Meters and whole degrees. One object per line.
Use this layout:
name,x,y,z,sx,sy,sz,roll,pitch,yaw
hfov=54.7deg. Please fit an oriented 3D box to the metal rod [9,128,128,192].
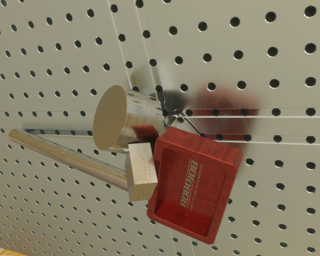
metal rod,-0.136,0.045,0.470,0.300,0.025,0.025,15,125,33

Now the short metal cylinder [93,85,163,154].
short metal cylinder,-0.042,-0.008,0.383,0.050,0.080,0.080,15,140,-36

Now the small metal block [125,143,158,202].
small metal block,-0.024,0.052,0.361,0.025,0.050,0.050,-3,147,-15

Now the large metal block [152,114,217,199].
large metal block,0.020,0.042,0.408,0.080,0.050,0.080,46,129,-5

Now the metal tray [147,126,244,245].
metal tray,0.036,0.070,0.363,0.090,0.030,0.129,19,126,17
